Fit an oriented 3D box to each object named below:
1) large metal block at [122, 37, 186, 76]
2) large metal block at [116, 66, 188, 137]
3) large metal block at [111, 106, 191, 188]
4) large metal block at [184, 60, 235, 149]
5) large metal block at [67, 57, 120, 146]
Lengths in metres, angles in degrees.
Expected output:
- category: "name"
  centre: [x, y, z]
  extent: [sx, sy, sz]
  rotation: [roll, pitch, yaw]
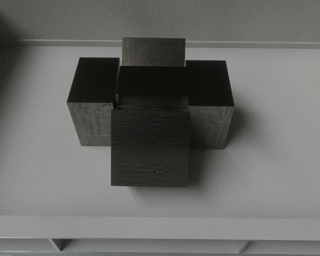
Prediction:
- category: "large metal block"
  centre: [-0.007, -0.089, 0.435]
  extent: [0.080, 0.080, 0.050]
  rotation: [1, 88, 1]
- category: "large metal block"
  centre: [-0.009, -0.031, 0.394]
  extent: [0.080, 0.080, 0.050]
  rotation: [1, 50, 0]
- category: "large metal block"
  centre: [-0.010, 0.019, 0.343]
  extent: [0.081, 0.079, 0.050]
  rotation: [1, 8, -1]
- category: "large metal block"
  centre: [0.057, -0.029, 0.392]
  extent: [0.050, 0.080, 0.080]
  rotation: [1, 50, 1]
- category: "large metal block"
  centre: [-0.076, -0.033, 0.395]
  extent: [0.050, 0.080, 0.080]
  rotation: [1, 50, 0]
